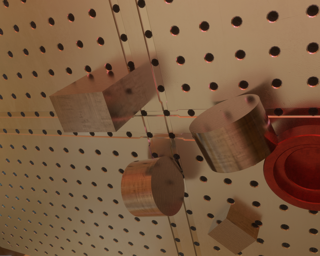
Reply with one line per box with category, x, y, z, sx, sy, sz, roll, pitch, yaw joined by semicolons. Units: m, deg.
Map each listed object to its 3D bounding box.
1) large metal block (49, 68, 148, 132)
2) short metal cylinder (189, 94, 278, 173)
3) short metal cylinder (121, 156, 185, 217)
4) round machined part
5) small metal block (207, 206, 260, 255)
large metal block;-0.075;-0.036;0.393;0.080;0.080;0.050;-1;118;28
short metal cylinder;0.079;0.005;0.337;0.080;0.080;0.050;-18;109;35
short metal cylinder;-0.008;0.082;0.431;0.050;0.080;0.080;-13;112;33
round machined part;0.167;0.039;0.336;0.098;0.042;0.097;13;124;20
small metal block;0.106;0.148;0.447;0.050;0.025;0.050;35;129;4
